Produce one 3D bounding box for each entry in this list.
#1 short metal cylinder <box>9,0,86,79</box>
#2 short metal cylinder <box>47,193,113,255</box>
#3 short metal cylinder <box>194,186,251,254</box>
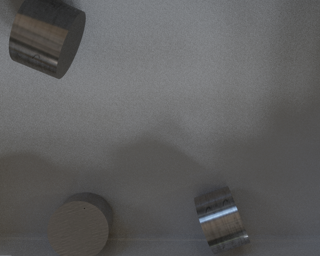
[{"bbox_3d":[-0.122,-0.101,0.343,0.050,0.080,0.079,22,109,-8],"label":"short metal cylinder"},{"bbox_3d":[-0.109,0.136,0.434,0.081,0.050,0.079,0,91,-2],"label":"short metal cylinder"},{"bbox_3d":[0.086,0.127,0.429,0.050,0.080,0.080,-21,109,8],"label":"short metal cylinder"}]
